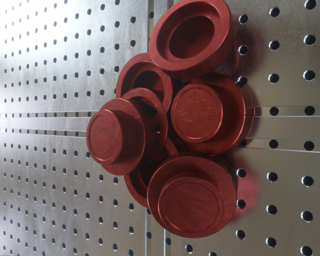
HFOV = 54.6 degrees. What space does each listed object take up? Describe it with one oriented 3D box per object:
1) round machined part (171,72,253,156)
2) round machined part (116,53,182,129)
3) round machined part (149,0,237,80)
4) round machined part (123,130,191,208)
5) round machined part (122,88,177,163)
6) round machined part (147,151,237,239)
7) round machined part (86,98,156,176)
[{"bbox_3d":[0.052,-0.016,0.356,0.098,0.042,0.097,0,90,40],"label":"round machined part"},{"bbox_3d":[-0.010,-0.046,0.408,0.098,0.042,0.097,0,90,40],"label":"round machined part"},{"bbox_3d":[0.040,-0.097,0.352,0.098,0.042,0.098,-14,62,28],"label":"round machined part"},{"bbox_3d":[0.001,0.051,0.398,0.098,0.042,0.097,0,90,40],"label":"round machined part"},{"bbox_3d":[-0.015,-0.002,0.411,0.098,0.042,0.097,0,90,40],"label":"round machined part"},{"bbox_3d":[0.034,0.078,0.339,0.098,0.042,0.097,1,103,7],"label":"round machined part"},{"bbox_3d":[-0.055,0.011,0.390,0.098,0.042,0.097,0,90,40],"label":"round machined part"}]
